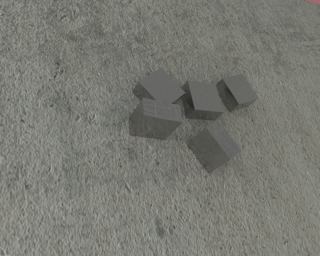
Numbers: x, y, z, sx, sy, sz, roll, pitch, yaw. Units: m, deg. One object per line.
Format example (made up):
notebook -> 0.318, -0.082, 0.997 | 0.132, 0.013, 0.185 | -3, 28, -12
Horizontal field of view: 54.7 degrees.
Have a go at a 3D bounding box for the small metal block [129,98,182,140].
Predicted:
small metal block -> -0.007, -0.010, 0.390 | 0.050, 0.050, 0.025 | 10, 58, -23

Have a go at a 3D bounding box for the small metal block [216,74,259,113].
small metal block -> 0.125, -0.058, 0.506 | 0.050, 0.025, 0.050 | -18, 71, -35

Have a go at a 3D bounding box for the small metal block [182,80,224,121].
small metal block -> 0.062, -0.040, 0.461 | 0.050, 0.025, 0.050 | 4, 60, -26

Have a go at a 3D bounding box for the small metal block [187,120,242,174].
small metal block -> 0.070, 0.026, 0.410 | 0.025, 0.050, 0.050 | -28, 77, -37

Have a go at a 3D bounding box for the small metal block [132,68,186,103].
small metal block -> -0.001, -0.050, 0.433 | 0.050, 0.025, 0.050 | 47, 51, 5
